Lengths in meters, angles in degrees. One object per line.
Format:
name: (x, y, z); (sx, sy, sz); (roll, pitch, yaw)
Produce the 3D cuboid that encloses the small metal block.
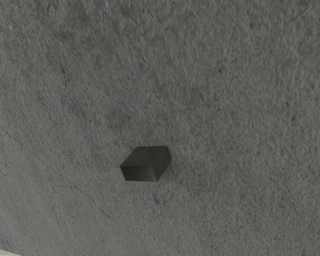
small metal block: (-0.019, 0.049, 0.429); (0.050, 0.050, 0.025); (-3, 117, 29)
